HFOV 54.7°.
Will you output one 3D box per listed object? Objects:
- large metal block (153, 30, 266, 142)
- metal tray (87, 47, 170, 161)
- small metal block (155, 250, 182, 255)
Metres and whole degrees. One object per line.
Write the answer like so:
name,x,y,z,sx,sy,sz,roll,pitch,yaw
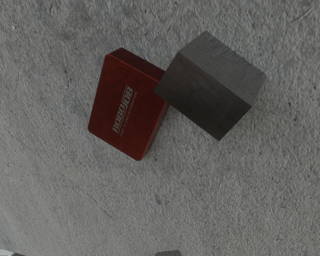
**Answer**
large metal block,0.053,-0.046,0.315,0.080,0.080,0.050,38,129,3
metal tray,-0.040,-0.027,0.408,0.090,0.030,0.129,30,128,8
small metal block,0.009,0.242,0.535,0.050,0.050,0.025,-24,106,36
